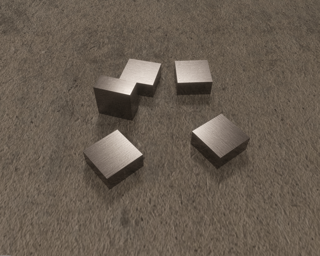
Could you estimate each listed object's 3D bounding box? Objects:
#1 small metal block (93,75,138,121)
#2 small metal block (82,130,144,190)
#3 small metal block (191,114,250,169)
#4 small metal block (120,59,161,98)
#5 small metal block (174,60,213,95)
[{"bbox_3d":[-0.058,-0.040,0.420,0.050,0.050,0.025,13,51,10],"label":"small metal block"},{"bbox_3d":[-0.056,0.037,0.372,0.050,0.025,0.050,-34,58,-25],"label":"small metal block"},{"bbox_3d":[0.075,0.016,0.391,0.050,0.025,0.050,-30,56,-23],"label":"small metal block"},{"bbox_3d":[-0.029,-0.076,0.467,0.050,0.025,0.050,11,51,8],"label":"small metal block"},{"bbox_3d":[0.049,-0.077,0.468,0.050,0.025,0.050,-2,50,-2],"label":"small metal block"}]
